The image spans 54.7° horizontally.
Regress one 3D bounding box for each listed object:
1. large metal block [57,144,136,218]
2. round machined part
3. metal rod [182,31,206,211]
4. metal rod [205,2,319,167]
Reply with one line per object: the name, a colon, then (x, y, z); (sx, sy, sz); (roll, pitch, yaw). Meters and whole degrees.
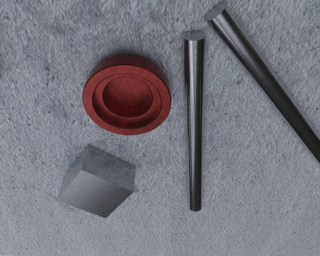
large metal block: (-0.093, 0.081, 0.458); (0.080, 0.050, 0.080); (28, 125, -22)
round machined part: (-0.037, -0.041, 0.361); (0.099, 0.042, 0.097); (-1, 130, 0)
metal rod: (0.048, 0.016, 0.421); (0.025, 0.025, 0.298); (-4, 130, 3)
metal rod: (0.153, -0.030, 0.383); (0.025, 0.025, 0.300); (-34, 123, 25)
